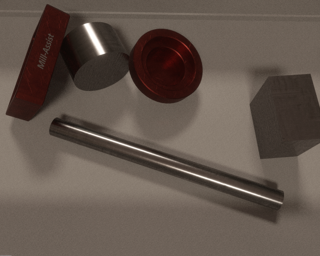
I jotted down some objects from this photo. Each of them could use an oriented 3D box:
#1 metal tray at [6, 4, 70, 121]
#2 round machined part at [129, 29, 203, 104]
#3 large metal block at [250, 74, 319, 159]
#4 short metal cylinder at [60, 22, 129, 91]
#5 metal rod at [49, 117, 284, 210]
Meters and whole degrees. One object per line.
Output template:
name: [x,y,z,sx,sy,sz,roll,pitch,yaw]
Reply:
metal tray: [-0.159,-0.082,0.401,0.030,0.090,0.130,20,67,-28]
round machined part: [0.005,-0.079,0.418,0.099,0.042,0.098,6,74,-22]
large metal block: [0.155,-0.011,0.387,0.050,0.080,0.080,-4,70,-2]
short metal cylinder: [-0.085,-0.093,0.414,0.080,0.080,0.050,-25,72,-9]
metal rod: [0.004,0.043,0.393,0.301,0.025,0.025,18,71,6]
